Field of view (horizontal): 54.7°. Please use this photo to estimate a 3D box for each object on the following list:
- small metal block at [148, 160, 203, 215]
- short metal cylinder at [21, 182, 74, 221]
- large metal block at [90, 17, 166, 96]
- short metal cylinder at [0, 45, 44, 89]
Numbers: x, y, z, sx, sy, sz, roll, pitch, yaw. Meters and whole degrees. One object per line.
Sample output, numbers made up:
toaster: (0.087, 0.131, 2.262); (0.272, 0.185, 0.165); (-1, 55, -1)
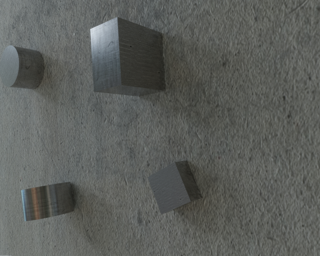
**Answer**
small metal block: (0.018, 0.075, 0.390); (0.050, 0.025, 0.050); (-34, 69, 34)
short metal cylinder: (-0.190, 0.124, 0.526); (0.080, 0.081, 0.050); (-17, 79, 39)
large metal block: (-0.040, -0.087, 0.402); (0.050, 0.081, 0.080); (-6, 86, 40)
short metal cylinder: (-0.275, -0.119, 0.615); (0.080, 0.050, 0.079); (0, 90, 40)
